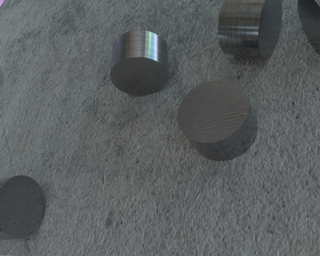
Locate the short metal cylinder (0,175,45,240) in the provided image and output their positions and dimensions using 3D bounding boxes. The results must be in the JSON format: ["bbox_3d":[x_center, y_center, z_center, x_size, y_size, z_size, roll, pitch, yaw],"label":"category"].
[{"bbox_3d":[-0.201,0.106,0.409,0.050,0.080,0.080,-12,57,22],"label":"short metal cylinder"}]

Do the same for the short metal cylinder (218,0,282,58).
[{"bbox_3d":[0.114,-0.130,0.389,0.050,0.080,0.080,15,70,34],"label":"short metal cylinder"}]

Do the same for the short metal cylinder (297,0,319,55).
[{"bbox_3d":[0.196,-0.123,0.341,0.050,0.080,0.080,-26,53,13],"label":"short metal cylinder"}]

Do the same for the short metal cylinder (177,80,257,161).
[{"bbox_3d":[0.067,-0.008,0.358,0.080,0.050,0.080,-13,56,21],"label":"short metal cylinder"}]

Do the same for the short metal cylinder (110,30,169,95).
[{"bbox_3d":[-0.028,-0.090,0.439,0.080,0.080,0.050,-14,56,20],"label":"short metal cylinder"}]
